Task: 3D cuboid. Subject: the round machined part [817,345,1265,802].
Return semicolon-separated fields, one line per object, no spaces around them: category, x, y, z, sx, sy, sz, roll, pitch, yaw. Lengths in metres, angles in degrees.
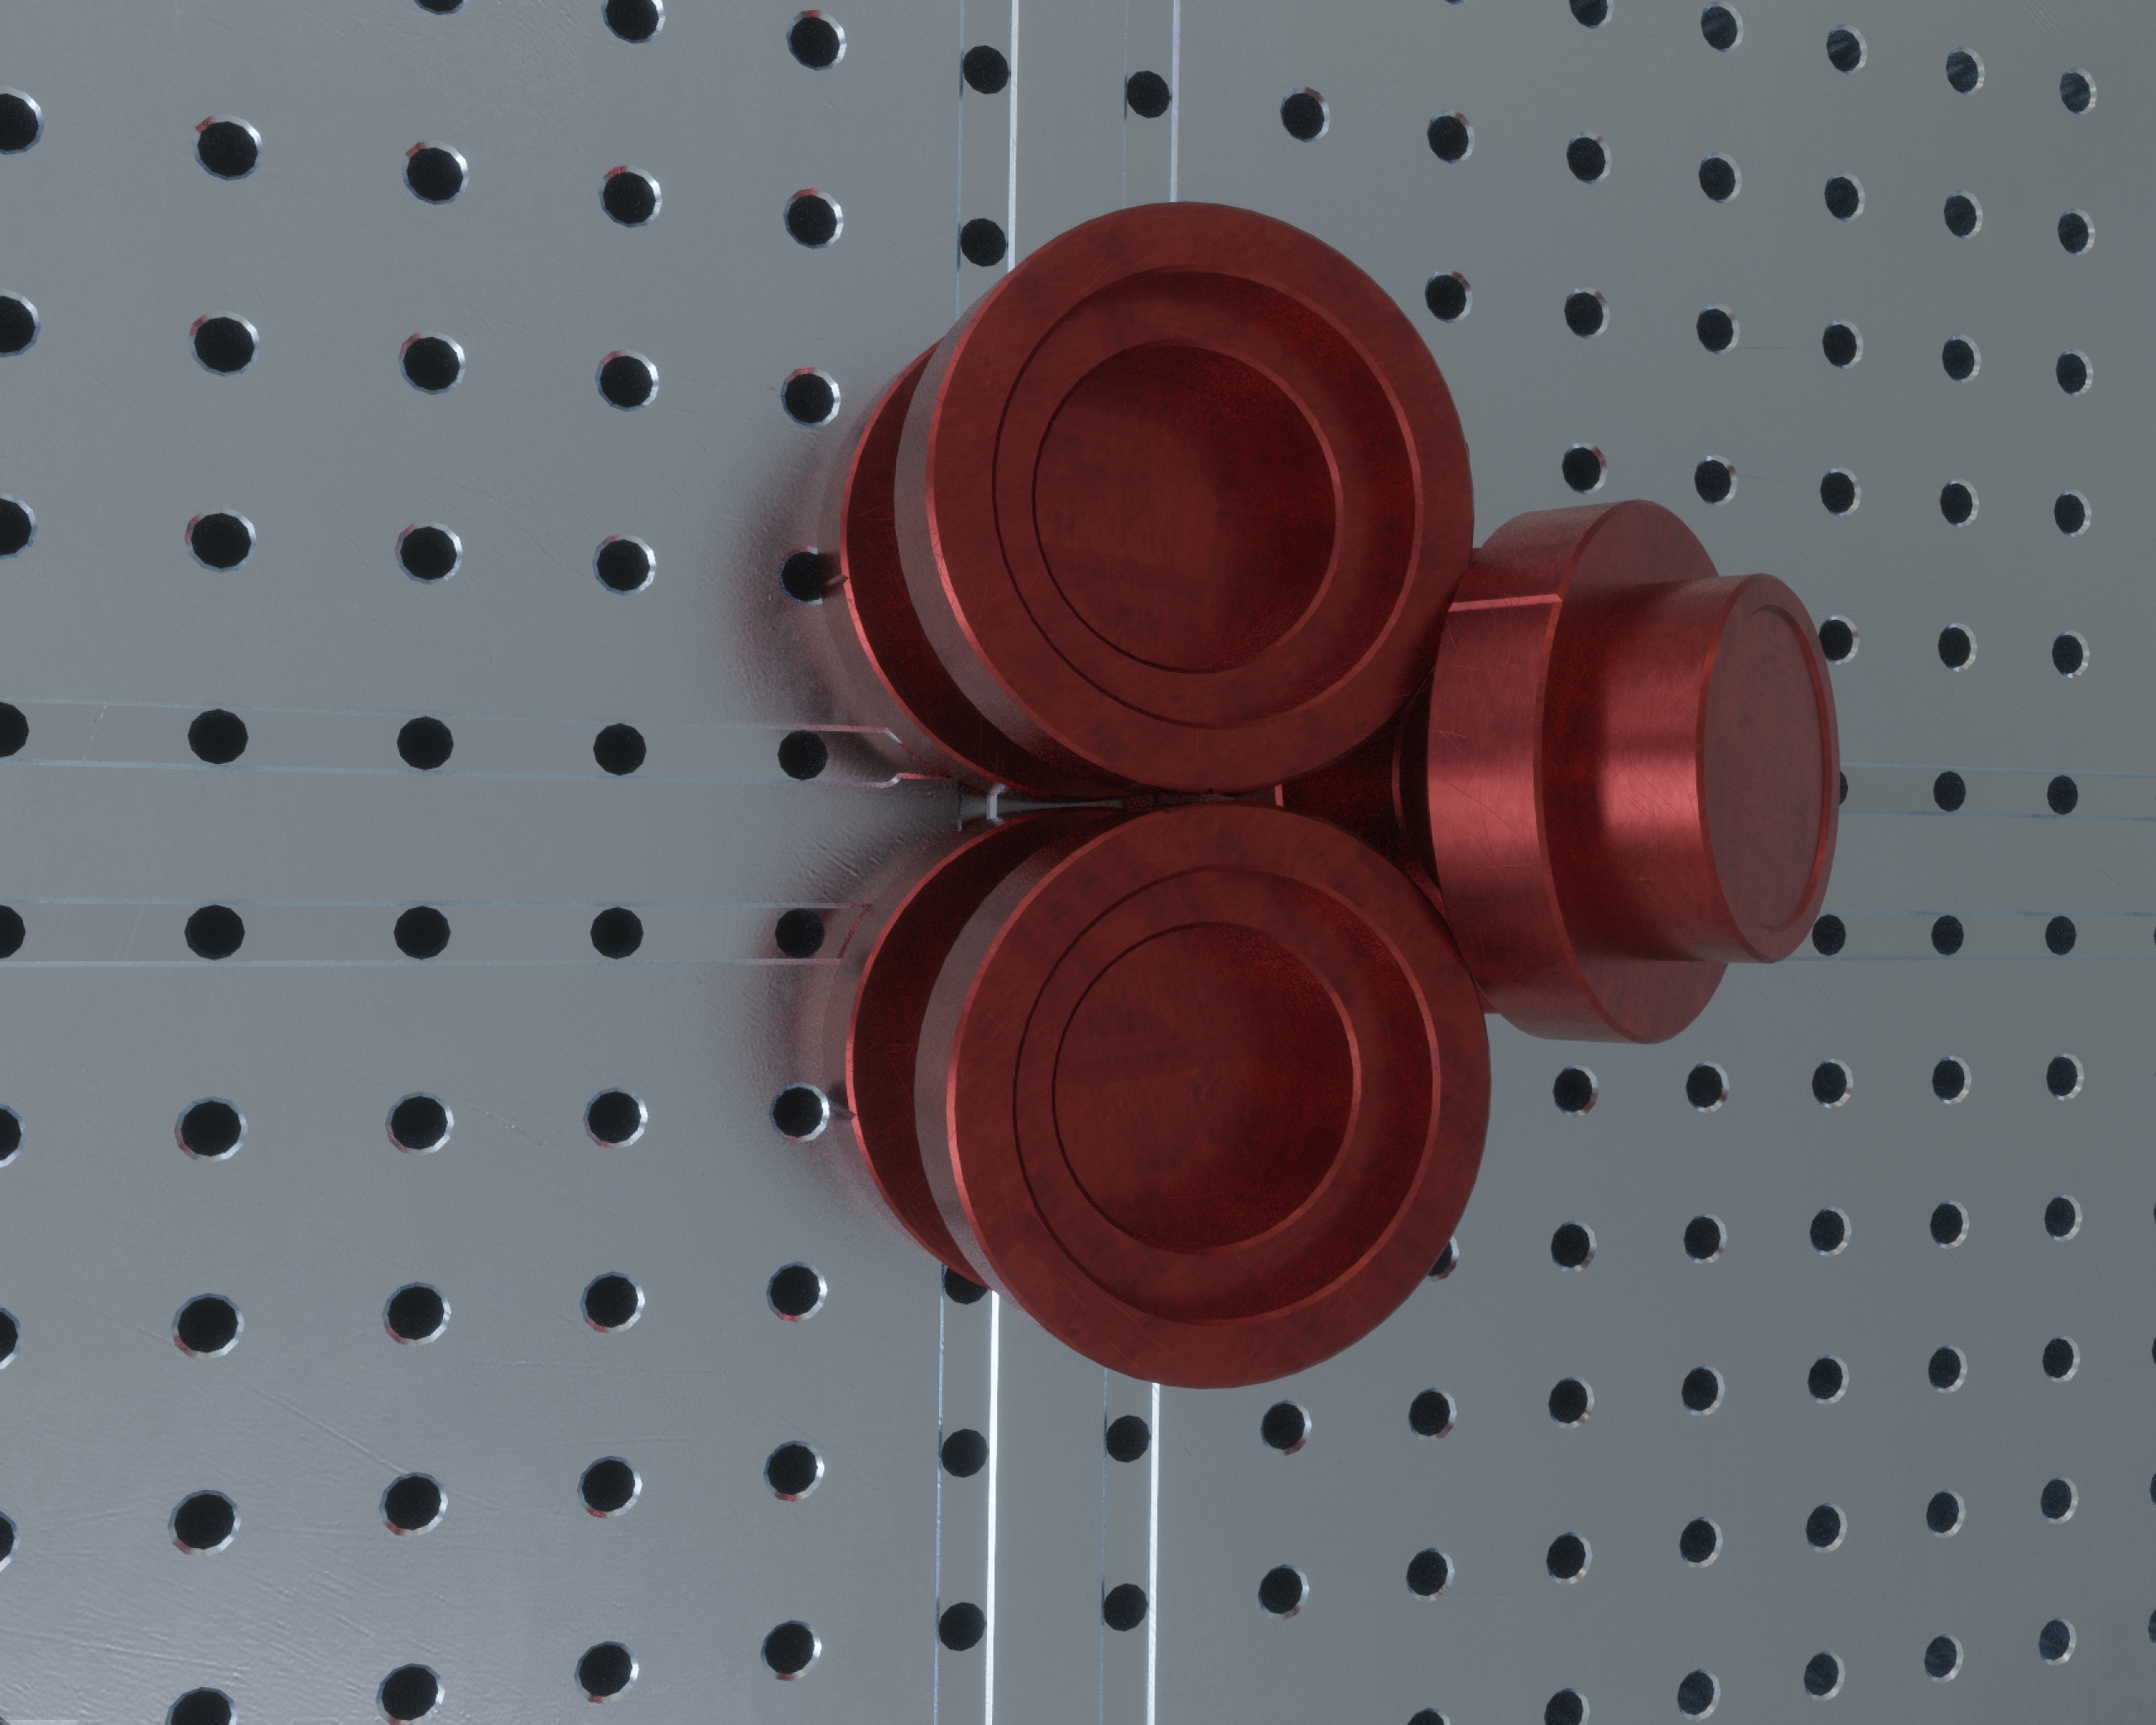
round machined part;0.002;-0.060;0.405;0.099;0.042;0.097;0;90;-20

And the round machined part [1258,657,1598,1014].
round machined part;0.087;-0.017;0.435;0.099;0.042;0.097;0;90;-20

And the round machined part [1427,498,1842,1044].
round machined part;0.105;-0.016;0.374;0.099;0.042;0.097;1;89;-52

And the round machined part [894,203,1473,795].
round machined part;0.015;-0.060;0.364;0.099;0.042;0.097;0;90;-20

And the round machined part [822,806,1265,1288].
round machined part;0.003;0.038;0.405;0.099;0.042;0.097;0;90;-20

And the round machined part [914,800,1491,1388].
round machined part;0.019;0.038;0.365;0.099;0.042;0.097;0;90;-20
